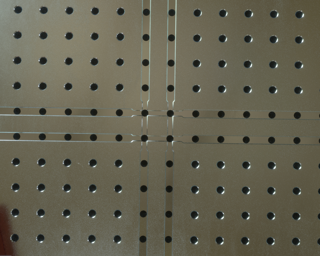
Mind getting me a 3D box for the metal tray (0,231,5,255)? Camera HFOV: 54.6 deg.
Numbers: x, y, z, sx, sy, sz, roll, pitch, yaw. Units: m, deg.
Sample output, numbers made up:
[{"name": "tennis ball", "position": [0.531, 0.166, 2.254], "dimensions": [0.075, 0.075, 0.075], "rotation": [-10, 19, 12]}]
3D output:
[{"name": "metal tray", "position": [-0.279, 0.167, 0.409], "dimensions": [0.131, 0.030, 0.090], "rotation": [-12, 90, 0]}]
